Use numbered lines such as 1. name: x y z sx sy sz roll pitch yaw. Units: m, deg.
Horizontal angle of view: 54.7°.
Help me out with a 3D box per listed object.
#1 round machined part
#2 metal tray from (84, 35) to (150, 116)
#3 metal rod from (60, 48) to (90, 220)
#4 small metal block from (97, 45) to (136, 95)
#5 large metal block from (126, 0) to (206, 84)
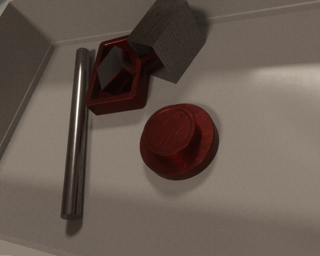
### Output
1. round machined part: 0.018 0.011 0.378 0.098 0.042 0.098 -13 56 20
2. metal tray: -0.061 -0.087 0.485 0.090 0.030 0.130 -7 59 24
3. metal rod: -0.126 -0.011 0.476 0.025 0.025 0.299 -18 55 18
4. small metal block: -0.067 -0.086 0.464 0.050 0.025 0.050 -44 47 28
5. large metal block: 0.011 -0.123 0.439 0.050 0.080 0.080 26 76 36
